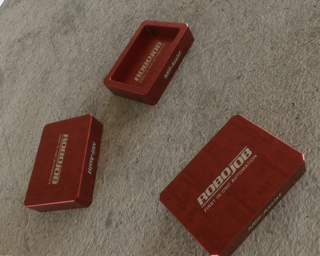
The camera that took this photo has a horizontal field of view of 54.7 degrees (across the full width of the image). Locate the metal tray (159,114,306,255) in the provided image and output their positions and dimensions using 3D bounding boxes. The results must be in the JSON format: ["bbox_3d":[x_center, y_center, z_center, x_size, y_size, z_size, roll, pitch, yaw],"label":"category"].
[{"bbox_3d":[0.074,0.058,0.326,0.130,0.030,0.090,-46,51,-5],"label":"metal tray"}]

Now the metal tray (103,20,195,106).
[{"bbox_3d":[-0.017,-0.103,0.472,0.090,0.030,0.130,19,71,35],"label":"metal tray"}]

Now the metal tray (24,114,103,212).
[{"bbox_3d":[-0.134,0.049,0.441,0.090,0.030,0.130,-11,57,22],"label":"metal tray"}]
